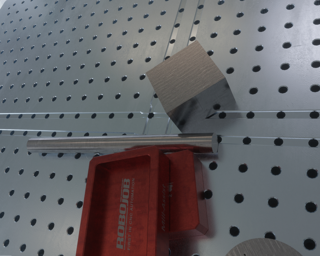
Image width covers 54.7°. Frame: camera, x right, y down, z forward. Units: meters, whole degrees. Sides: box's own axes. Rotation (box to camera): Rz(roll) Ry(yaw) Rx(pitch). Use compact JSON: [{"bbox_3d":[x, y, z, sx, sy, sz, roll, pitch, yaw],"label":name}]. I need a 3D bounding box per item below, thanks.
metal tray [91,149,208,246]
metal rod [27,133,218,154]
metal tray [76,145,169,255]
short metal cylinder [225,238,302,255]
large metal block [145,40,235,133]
[{"bbox_3d":[-0.015,0.083,0.362,0.130,0.030,0.090,-15,56,19],"label":"metal tray"},{"bbox_3d":[-0.070,0.023,0.430,0.300,0.025,0.025,-2,61,27],"label":"metal rod"},{"bbox_3d":[-0.038,0.089,0.330,0.090,0.030,0.130,-12,57,21],"label":"metal tray"},{"bbox_3d":[0.092,0.138,0.259,0.080,0.050,0.080,-13,56,21],"label":"short metal cylinder"},{"bbox_3d":[0.038,-0.055,0.406,0.080,0.050,0.080,-31,52,8],"label":"large metal block"}]
